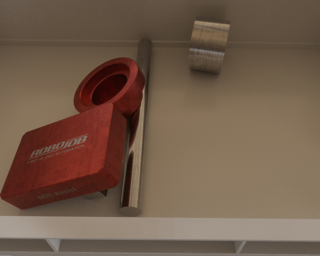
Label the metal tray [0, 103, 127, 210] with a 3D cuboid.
[{"bbox_3d":[-0.103,0.031,0.338,0.130,0.030,0.090,-17,47,20],"label":"metal tray"}]

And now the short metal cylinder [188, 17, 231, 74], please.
[{"bbox_3d":[0.076,-0.127,0.478,0.050,0.080,0.080,11,51,8],"label":"short metal cylinder"}]

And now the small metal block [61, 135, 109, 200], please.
[{"bbox_3d":[-0.080,0.045,0.346,0.025,0.050,0.050,-15,45,25],"label":"small metal block"}]

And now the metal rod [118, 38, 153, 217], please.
[{"bbox_3d":[-0.028,-0.026,0.426,0.025,0.025,0.300,1,50,1],"label":"metal rod"}]

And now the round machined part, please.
[{"bbox_3d":[-0.063,-0.045,0.415,0.098,0.042,0.098,-18,46,20],"label":"round machined part"}]
